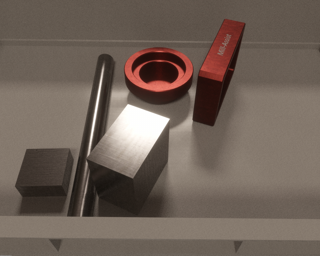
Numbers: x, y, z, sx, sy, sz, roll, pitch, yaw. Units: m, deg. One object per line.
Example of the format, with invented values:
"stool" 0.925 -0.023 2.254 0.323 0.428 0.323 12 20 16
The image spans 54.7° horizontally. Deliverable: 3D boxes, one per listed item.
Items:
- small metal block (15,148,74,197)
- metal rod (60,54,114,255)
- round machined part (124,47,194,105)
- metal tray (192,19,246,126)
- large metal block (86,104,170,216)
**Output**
"small metal block" -0.132 0.051 0.360 0.050 0.025 0.050 -1 50 -1
"metal rod" -0.086 0.006 0.398 0.025 0.025 0.300 0 50 -1
"round machined part" -0.002 -0.072 0.455 0.099 0.042 0.098 0 50 0
"metal tray" 0.082 -0.078 0.429 0.030 0.089 0.130 17 52 13
"large metal block" -0.030 0.035 0.340 0.050 0.080 0.080 20 53 16
